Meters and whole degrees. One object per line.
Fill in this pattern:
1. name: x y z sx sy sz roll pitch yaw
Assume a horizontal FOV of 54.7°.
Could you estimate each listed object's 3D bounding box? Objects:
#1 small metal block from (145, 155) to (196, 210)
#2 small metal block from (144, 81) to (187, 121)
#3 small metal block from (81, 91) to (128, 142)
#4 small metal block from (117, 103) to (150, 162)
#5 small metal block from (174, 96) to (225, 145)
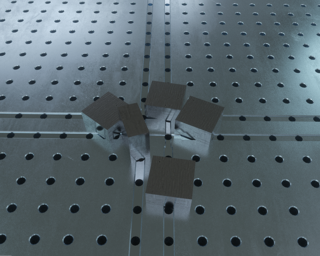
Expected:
1. small metal block: 0.013 0.062 0.356 0.050 0.025 0.050 7 50 5
2. small metal block: 0.009 -0.038 0.440 0.050 0.025 0.050 9 50 7
3. small metal block: -0.069 -0.016 0.420 0.050 0.025 0.050 33 57 24
4. small metal block: -0.032 0.005 0.386 0.025 0.050 0.050 -15 52 -12
5. small metal block: 0.053 -0.011 0.418 0.050 0.025 0.050 21 53 16
